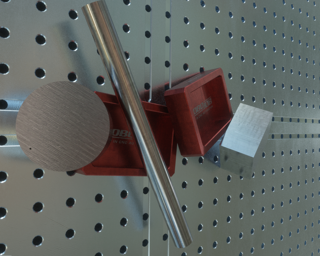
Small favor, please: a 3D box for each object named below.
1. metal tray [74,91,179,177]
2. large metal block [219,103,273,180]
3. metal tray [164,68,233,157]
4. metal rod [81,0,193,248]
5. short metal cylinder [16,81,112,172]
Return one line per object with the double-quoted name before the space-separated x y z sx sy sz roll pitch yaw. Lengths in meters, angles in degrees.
"metal tray" -0.036 0.012 0.375 0.131 0.030 0.089 9 85 -40
"large metal block" 0.133 0.022 0.481 0.080 0.050 0.080 -59 154 -23
"metal tray" 0.061 -0.026 0.432 0.131 0.030 0.089 -35 113 -52
"metal rod" -0.019 0.010 0.354 0.025 0.025 0.298 -32 110 -36
"short metal cylinder" -0.087 0.000 0.296 0.081 0.050 0.080 0 86 -5
